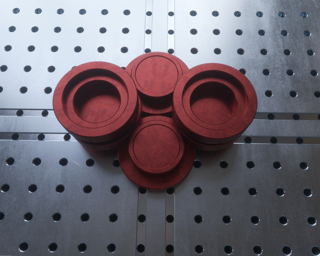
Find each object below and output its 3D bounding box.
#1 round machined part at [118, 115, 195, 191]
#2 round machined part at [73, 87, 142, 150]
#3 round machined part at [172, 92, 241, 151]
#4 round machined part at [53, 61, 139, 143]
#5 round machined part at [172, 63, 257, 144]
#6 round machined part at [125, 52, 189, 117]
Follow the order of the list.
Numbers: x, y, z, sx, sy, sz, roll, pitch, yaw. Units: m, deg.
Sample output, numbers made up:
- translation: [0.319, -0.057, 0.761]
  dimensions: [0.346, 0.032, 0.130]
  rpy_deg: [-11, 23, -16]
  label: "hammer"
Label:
- translation: [-0.004, 0.029, 0.392]
  dimensions: [0.099, 0.042, 0.098]
  rpy_deg: [0, 70, 0]
  label: "round machined part"
- translation: [-0.072, -0.017, 0.408]
  dimensions: [0.099, 0.042, 0.098]
  rpy_deg: [0, 70, 0]
  label: "round machined part"
- translation: [0.064, -0.017, 0.409]
  dimensions: [0.099, 0.042, 0.098]
  rpy_deg: [0, 70, 0]
  label: "round machined part"
- translation: [-0.075, -0.028, 0.378]
  dimensions: [0.099, 0.042, 0.098]
  rpy_deg: [0, 70, 0]
  label: "round machined part"
- translation: [0.064, -0.026, 0.378]
  dimensions: [0.099, 0.042, 0.098]
  rpy_deg: [0, 70, 0]
  label: "round machined part"
- translation: [-0.004, -0.064, 0.426]
  dimensions: [0.099, 0.042, 0.098]
  rpy_deg: [0, 70, 0]
  label: "round machined part"
